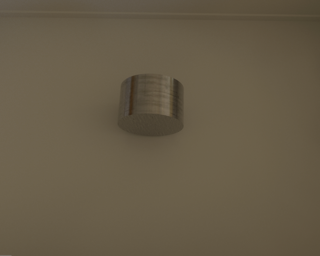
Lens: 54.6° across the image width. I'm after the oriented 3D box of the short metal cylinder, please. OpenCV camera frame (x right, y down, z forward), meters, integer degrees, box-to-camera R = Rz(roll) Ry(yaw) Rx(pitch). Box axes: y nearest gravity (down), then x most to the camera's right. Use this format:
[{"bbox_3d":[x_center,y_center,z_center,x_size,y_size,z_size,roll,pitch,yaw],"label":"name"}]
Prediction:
[{"bbox_3d":[-0.011,-0.026,0.387,0.080,0.080,0.050,2,70,1],"label":"short metal cylinder"}]
